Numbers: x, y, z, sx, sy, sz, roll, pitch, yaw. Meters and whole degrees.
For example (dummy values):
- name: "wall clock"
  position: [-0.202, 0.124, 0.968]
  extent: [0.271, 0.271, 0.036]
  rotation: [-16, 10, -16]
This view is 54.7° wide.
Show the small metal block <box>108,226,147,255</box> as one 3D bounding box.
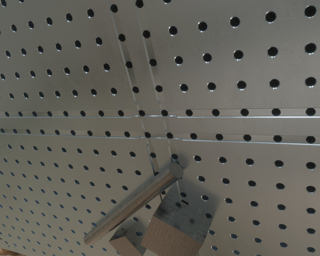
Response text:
- name: "small metal block"
  position: [-0.058, 0.214, 0.572]
  extent: [0.050, 0.025, 0.050]
  rotation: [-32, 101, 38]

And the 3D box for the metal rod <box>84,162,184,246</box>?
- name: "metal rod"
  position: [-0.059, 0.141, 0.527]
  extent: [0.025, 0.025, 0.298]
  rotation: [43, 129, -2]

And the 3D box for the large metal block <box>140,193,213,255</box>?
- name: "large metal block"
  position: [0.025, 0.162, 0.481]
  extent: [0.080, 0.050, 0.079]
  rotation: [27, 128, 10]
